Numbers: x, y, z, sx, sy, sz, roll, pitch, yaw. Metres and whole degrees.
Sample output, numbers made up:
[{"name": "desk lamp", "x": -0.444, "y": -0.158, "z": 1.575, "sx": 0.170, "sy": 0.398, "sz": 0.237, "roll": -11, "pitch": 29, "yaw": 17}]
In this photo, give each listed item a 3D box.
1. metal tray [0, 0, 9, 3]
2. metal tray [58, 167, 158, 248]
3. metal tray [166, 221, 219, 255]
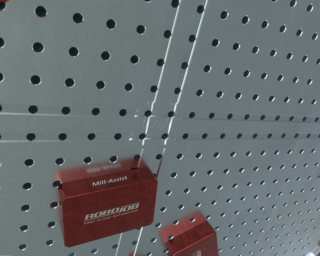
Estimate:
[{"name": "metal tray", "x": -0.104, "y": -0.174, "z": 0.242, "sx": 0.130, "sy": 0.030, "sz": 0.090, "roll": -36, "pitch": 129, "yaw": -4}, {"name": "metal tray", "x": -0.071, "y": 0.110, "z": 0.436, "sx": 0.131, "sy": 0.030, "sz": 0.089, "roll": -8, "pitch": 122, "yaw": -24}, {"name": "metal tray", "x": 0.067, "y": 0.248, "z": 0.597, "sx": 0.091, "sy": 0.030, "sz": 0.129, "roll": -23, "pitch": 127, "yaw": -15}]
